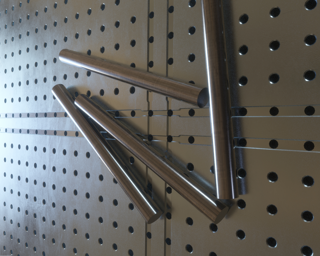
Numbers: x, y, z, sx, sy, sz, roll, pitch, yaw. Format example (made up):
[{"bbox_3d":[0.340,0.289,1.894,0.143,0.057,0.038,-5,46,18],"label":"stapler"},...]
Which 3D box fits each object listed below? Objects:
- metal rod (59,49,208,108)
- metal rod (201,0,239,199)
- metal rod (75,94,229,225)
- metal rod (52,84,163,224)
[{"bbox_3d":[-0.058,-0.082,0.458,0.300,0.025,0.025,23,104,37],"label":"metal rod"},{"bbox_3d":[0.065,-0.071,0.356,0.025,0.025,0.299,-7,86,40],"label":"metal rod"},{"bbox_3d":[-0.031,0.027,0.435,0.300,0.025,0.025,36,112,34],"label":"metal rod"},{"bbox_3d":[-0.096,0.025,0.489,0.300,0.025,0.025,47,118,30],"label":"metal rod"}]
